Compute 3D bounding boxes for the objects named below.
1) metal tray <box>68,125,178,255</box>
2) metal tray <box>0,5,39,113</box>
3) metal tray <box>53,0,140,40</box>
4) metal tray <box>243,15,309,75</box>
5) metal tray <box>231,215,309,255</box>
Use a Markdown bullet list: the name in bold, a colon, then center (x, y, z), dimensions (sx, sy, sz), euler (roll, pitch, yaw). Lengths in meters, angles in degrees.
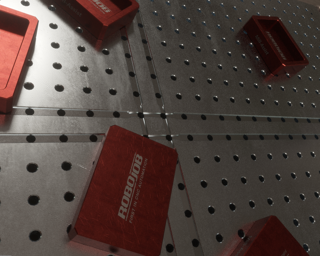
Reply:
- **metal tray**: center (-0.035, 0.069, 0.345), dimensions (0.090, 0.030, 0.130), euler (24, 53, -14)
- **metal tray**: center (-0.199, -0.087, 0.350), dimensions (0.091, 0.030, 0.130), euler (15, 56, -21)
- **metal tray**: center (-0.108, -0.203, 0.471), dimensions (0.130, 0.030, 0.090), euler (41, 51, -1)
- **metal tray**: center (0.241, -0.174, 0.644), dimensions (0.091, 0.030, 0.130), euler (-11, 68, -33)
- **metal tray**: center (0.127, 0.179, 0.366), dimensions (0.131, 0.030, 0.090), euler (-34, 81, -38)
